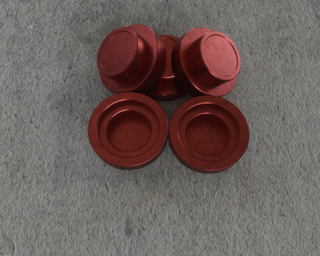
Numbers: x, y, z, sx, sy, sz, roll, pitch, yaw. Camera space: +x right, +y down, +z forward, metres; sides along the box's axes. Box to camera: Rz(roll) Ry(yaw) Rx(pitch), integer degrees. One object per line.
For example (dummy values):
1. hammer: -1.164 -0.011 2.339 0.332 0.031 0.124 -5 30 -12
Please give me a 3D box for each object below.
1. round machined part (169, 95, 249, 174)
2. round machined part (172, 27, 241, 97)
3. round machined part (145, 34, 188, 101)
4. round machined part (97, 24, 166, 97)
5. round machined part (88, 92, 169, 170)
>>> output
1. round machined part: 0.060 0.011 0.397 0.099 0.042 0.098 0 70 -1
2. round machined part: 0.068 -0.088 0.410 0.099 0.042 0.098 8 74 -30
3. round machined part: 0.007 -0.090 0.433 0.099 0.042 0.098 0 70 -1
4. round machined part: -0.044 -0.093 0.408 0.098 0.042 0.098 -10 71 31
5. round machined part: -0.039 0.006 0.397 0.099 0.042 0.098 0 70 -1
